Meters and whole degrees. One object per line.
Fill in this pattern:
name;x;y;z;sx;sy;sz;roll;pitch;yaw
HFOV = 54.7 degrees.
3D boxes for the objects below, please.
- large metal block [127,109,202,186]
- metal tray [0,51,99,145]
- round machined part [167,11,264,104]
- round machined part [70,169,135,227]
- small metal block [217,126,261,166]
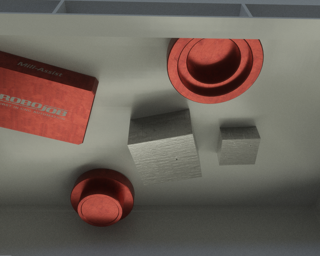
large metal block;0.008;0.027;0.416;0.080;0.050;0.080;-10;130;8
metal tray;-0.149;-0.034;0.375;0.131;0.030;0.089;14;129;-13
round machined part;0.056;-0.077;0.333;0.099;0.042;0.097;-1;130;0
round machined part;-0.090;0.115;0.482;0.099;0.042;0.097;-1;119;-1
small metal block;0.108;0.026;0.433;0.050;0.025;0.050;-2;130;1
